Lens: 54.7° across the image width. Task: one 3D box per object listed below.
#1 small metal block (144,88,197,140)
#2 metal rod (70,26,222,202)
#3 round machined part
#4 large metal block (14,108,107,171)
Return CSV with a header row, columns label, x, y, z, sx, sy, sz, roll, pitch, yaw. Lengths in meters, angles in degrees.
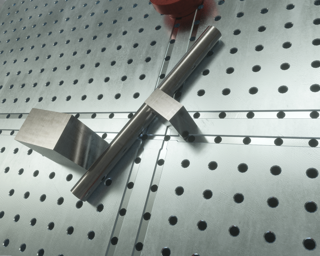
label,x,y,z,sx,sy,sz,roll,pitch,yaw
small metal block,0.014,-0.018,0.396,0.025,0.050,0.050,-47,51,-4
metal rod,-0.014,-0.025,0.431,0.025,0.025,0.300,33,80,38
round machined part,0.034,-0.225,0.518,0.098,0.042,0.098,-13,56,21
large metal block,-0.137,0.018,0.434,0.080,0.080,0.050,9,67,32
